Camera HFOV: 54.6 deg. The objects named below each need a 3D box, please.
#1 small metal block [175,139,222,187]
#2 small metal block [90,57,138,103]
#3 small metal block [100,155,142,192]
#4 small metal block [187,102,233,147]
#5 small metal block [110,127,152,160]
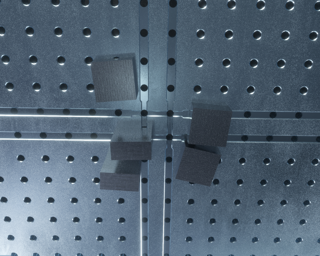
[{"bbox_3d":[0.052,0.049,0.432,0.050,0.025,0.050,13,110,-5],"label":"small metal block"},{"bbox_3d":[-0.056,-0.061,0.390,0.050,0.025,0.050,-4,110,1],"label":"small metal block"},{"bbox_3d":[-0.052,0.061,0.422,0.050,0.050,0.025,4,110,-2],"label":"small metal block"},{"bbox_3d":[0.065,-0.004,0.412,0.050,0.025,0.050,5,110,-2],"label":"small metal block"},{"bbox_3d":[-0.036,0.020,0.407,0.050,0.050,0.025,0,110,0],"label":"small metal block"}]
